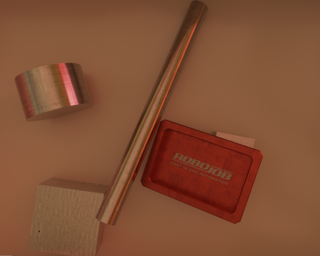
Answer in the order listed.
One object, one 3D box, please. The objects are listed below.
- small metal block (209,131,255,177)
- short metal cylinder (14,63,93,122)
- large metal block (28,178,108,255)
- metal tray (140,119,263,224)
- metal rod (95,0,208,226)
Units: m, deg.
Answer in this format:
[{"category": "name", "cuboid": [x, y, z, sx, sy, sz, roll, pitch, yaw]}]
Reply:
[{"category": "small metal block", "cuboid": [0.093, 0.034, 0.413, 0.050, 0.025, 0.050, 11, 90, -1]}, {"category": "short metal cylinder", "cuboid": [-0.130, -0.043, 0.382, 0.080, 0.080, 0.050, -16, 90, 0]}, {"category": "large metal block", "cuboid": [-0.113, 0.113, 0.398, 0.081, 0.050, 0.080, 8, 90, -1]}, {"category": "metal tray", "cuboid": [0.051, 0.051, 0.388, 0.130, 0.030, 0.090, 19, 92, 17]}, {"category": "metal rod", "cuboid": [-0.006, -0.026, 0.388, 0.025, 0.025, 0.299, 23, 80, -1]}]
